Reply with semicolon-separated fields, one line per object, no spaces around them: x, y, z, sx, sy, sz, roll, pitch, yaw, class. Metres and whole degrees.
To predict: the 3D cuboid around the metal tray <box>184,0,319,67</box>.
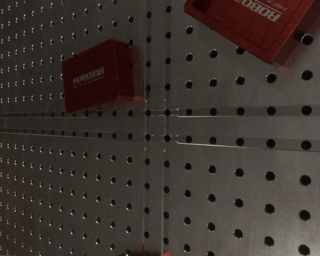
0.096;-0.135;0.325;0.130;0.030;0.089;44;116;30;metal tray

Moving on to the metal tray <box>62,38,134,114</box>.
-0.101;-0.076;0.487;0.130;0.030;0.089;-10;84;39;metal tray
